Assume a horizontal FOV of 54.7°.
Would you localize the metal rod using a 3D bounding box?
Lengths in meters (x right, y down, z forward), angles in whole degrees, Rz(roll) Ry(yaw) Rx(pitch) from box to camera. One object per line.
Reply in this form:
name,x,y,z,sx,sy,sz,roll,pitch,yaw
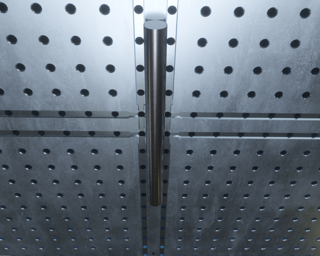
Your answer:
metal rod,-0.006,0.006,0.417,0.025,0.025,0.298,0,130,-1
